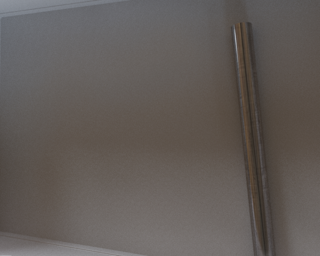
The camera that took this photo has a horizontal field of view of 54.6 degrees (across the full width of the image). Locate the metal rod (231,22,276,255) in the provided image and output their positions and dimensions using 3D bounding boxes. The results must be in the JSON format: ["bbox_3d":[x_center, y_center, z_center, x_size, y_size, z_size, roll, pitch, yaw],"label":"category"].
[{"bbox_3d":[0.112,0.025,0.370,0.025,0.025,0.298,-6,88,20],"label":"metal rod"}]
